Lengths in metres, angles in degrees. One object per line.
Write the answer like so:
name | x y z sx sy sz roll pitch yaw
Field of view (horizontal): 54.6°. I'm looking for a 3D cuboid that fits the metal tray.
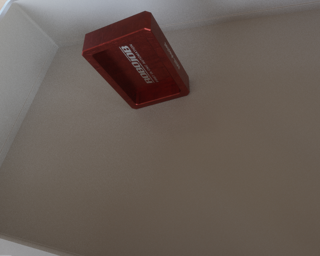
metal tray | -0.026 -0.079 0.401 0.090 0.130 0.030 -14 56 21
